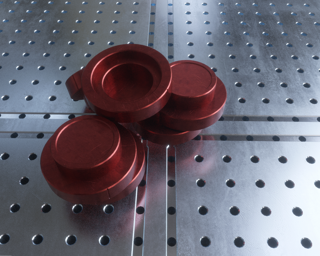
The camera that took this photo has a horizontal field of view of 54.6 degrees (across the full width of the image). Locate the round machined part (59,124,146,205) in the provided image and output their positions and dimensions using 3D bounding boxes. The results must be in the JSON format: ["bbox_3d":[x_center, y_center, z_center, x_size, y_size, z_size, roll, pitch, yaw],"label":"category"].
[{"bbox_3d":[-0.066,0.031,0.343,0.099,0.042,0.098,0,50,0],"label":"round machined part"}]

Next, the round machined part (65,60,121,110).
[{"bbox_3d":[-0.072,-0.056,0.419,0.099,0.098,0.042,-22,89,-17],"label":"round machined part"}]

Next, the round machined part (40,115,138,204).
[{"bbox_3d":[-0.073,0.025,0.320,0.099,0.042,0.098,0,50,0],"label":"round machined part"}]

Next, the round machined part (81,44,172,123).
[{"bbox_3d":[-0.035,-0.046,0.352,0.098,0.042,0.098,-1,58,2],"label":"round machined part"}]

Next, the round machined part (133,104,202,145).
[{"bbox_3d":[0.011,-0.029,0.394,0.099,0.042,0.098,0,50,0],"label":"round machined part"}]

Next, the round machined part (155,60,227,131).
[{"bbox_3d":[0.033,-0.047,0.380,0.099,0.042,0.098,0,49,0],"label":"round machined part"}]
